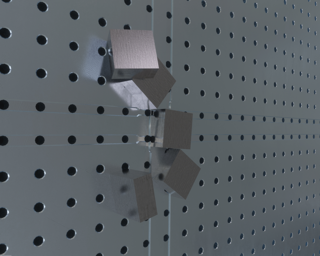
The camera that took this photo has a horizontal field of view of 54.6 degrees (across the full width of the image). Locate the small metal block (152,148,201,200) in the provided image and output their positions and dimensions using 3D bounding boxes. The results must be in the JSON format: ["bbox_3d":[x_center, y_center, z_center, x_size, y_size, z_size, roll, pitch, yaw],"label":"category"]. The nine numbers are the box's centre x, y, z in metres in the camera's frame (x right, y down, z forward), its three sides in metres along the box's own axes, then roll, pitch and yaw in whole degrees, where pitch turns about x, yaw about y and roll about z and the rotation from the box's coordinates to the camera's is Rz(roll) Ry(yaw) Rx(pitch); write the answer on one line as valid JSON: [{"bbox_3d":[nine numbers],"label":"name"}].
[{"bbox_3d":[0.023,0.063,0.428,0.050,0.025,0.050,44,64,-31],"label":"small metal block"}]

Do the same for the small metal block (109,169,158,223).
[{"bbox_3d":[-0.032,0.078,0.365,0.025,0.050,0.050,-14,99,-39],"label":"small metal block"}]

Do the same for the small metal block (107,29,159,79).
[{"bbox_3d":[-0.032,-0.086,0.361,0.050,0.025,0.050,-4,73,-18],"label":"small metal block"}]

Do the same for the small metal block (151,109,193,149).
[{"bbox_3d":[0.016,0.002,0.422,0.050,0.025,0.050,7,86,-40],"label":"small metal block"}]

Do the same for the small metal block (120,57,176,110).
[{"bbox_3d":[-0.014,-0.059,0.396,0.050,0.025,0.050,48,62,-29],"label":"small metal block"}]
